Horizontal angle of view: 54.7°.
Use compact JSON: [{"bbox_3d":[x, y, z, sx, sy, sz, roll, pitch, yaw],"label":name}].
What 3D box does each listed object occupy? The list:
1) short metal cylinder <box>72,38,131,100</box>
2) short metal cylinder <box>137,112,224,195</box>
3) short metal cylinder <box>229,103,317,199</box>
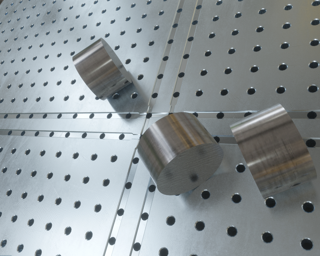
[{"bbox_3d":[-0.087,-0.089,0.471,0.050,0.080,0.080,-32,52,7],"label":"short metal cylinder"},{"bbox_3d":[0.022,0.029,0.343,0.080,0.080,0.050,-37,51,3],"label":"short metal cylinder"},{"bbox_3d":[0.108,0.022,0.302,0.050,0.080,0.080,-25,53,13],"label":"short metal cylinder"}]
